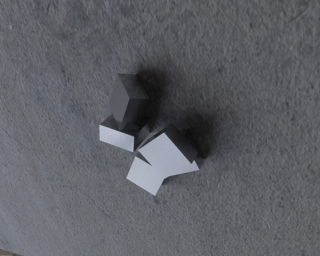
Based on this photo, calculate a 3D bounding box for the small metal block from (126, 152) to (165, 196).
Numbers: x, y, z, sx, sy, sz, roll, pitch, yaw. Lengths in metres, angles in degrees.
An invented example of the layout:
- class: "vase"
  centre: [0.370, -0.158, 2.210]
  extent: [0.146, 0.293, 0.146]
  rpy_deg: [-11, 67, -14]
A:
- class: "small metal block"
  centre: [-0.016, 0.064, 0.453]
  extent: [0.050, 0.025, 0.050]
  rpy_deg: [30, 128, 8]

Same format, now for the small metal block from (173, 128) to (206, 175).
- class: "small metal block"
  centre: [0.024, 0.033, 0.413]
  extent: [0.050, 0.025, 0.050]
  rpy_deg: [-18, 109, 35]

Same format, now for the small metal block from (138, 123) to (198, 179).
- class: "small metal block"
  centre: [0.010, 0.029, 0.386]
  extent: [0.050, 0.025, 0.050]
  rpy_deg: [49, 128, -7]

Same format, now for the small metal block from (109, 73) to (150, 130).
- class: "small metal block"
  centre: [-0.040, -0.033, 0.389]
  extent: [0.050, 0.025, 0.050]
  rpy_deg: [62, 142, 39]

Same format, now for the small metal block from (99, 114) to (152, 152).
- class: "small metal block"
  centre: [-0.045, 0.001, 0.414]
  extent: [0.050, 0.050, 0.025]
  rpy_deg: [18, 126, 17]
